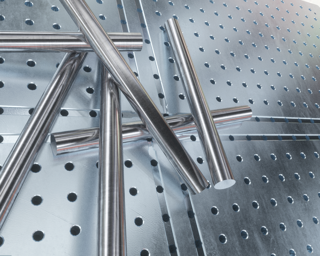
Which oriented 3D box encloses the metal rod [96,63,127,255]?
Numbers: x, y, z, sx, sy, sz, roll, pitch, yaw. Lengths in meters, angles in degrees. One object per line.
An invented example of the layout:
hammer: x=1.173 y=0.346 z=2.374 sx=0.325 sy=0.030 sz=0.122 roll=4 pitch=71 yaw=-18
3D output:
metal rod: x=-0.055 y=-0.001 z=0.344 sx=0.025 sy=0.025 sz=0.300 roll=12 pitch=46 yaw=-22

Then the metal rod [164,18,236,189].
metal rod: x=0.047 y=-0.055 z=0.440 sx=0.025 sy=0.025 sz=0.299 roll=6 pitch=51 yaw=-25

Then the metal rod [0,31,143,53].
metal rod: x=-0.165 y=-0.099 z=0.356 sx=0.302 sy=0.025 sz=0.025 roll=-7 pitch=65 yaw=-24

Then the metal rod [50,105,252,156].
metal rod: x=0.011 y=-0.003 z=0.415 sx=0.302 sy=0.025 sz=0.025 roll=-9 pitch=67 yaw=-32

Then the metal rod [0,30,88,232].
metal rod: x=-0.128 y=-0.017 z=0.348 sx=0.025 sy=0.025 sz=0.300 roll=24 pitch=53 yaw=-14

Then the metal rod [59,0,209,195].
metal rod: x=-0.035 y=-0.049 z=0.372 sx=0.025 sy=0.025 sz=0.299 roll=-37 pitch=95 yaw=-38
